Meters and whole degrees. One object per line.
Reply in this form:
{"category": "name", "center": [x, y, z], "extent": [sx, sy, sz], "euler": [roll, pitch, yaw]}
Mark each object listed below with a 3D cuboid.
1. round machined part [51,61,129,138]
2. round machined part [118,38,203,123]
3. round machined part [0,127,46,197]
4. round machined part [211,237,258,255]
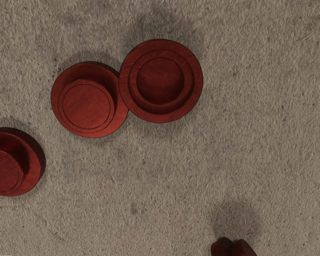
{"category": "round machined part", "center": [-0.088, -0.032, 0.388], "extent": [0.099, 0.042, 0.097], "euler": [0, 110, -1]}
{"category": "round machined part", "center": [0.000, -0.058, 0.376], "extent": [0.099, 0.042, 0.097], "euler": [-2, 108, -6]}
{"category": "round machined part", "center": [-0.210, 0.051, 0.417], "extent": [0.099, 0.042, 0.097], "euler": [0, 110, -1]}
{"category": "round machined part", "center": [0.120, 0.202, 0.447], "extent": [0.042, 0.098, 0.098], "euler": [-38, 106, 12]}
